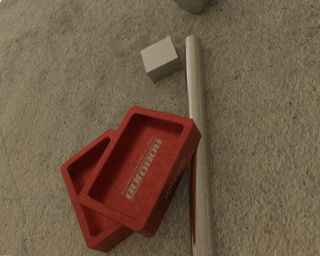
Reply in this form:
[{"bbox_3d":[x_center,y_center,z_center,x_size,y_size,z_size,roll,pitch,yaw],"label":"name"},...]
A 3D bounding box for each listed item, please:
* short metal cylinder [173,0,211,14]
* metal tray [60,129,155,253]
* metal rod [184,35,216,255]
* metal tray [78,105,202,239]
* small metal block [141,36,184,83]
[{"bbox_3d":[0.050,-0.227,0.480,0.050,0.080,0.080,-49,52,-6],"label":"short metal cylinder"},{"bbox_3d":[-0.066,0.073,0.388,0.090,0.030,0.130,-37,51,2],"label":"metal tray"},{"bbox_3d":[0.045,0.002,0.378,0.025,0.025,0.299,-12,57,21],"label":"metal rod"},{"bbox_3d":[-0.021,0.042,0.345,0.090,0.030,0.130,15,67,32],"label":"metal tray"},{"bbox_3d":[0.003,-0.103,0.464,0.050,0.025,0.050,-24,53,13],"label":"small metal block"}]
